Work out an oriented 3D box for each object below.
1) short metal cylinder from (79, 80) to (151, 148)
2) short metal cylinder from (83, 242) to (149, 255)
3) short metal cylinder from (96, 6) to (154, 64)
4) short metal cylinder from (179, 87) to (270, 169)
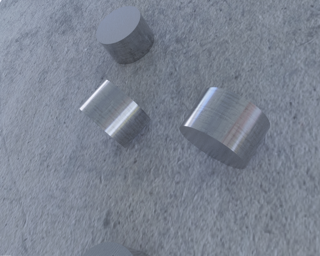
[{"bbox_3d":[-0.059,-0.018,0.409,0.050,0.080,0.080,-49,52,-6],"label":"short metal cylinder"},{"bbox_3d":[-0.043,0.161,0.311,0.080,0.050,0.080,-13,56,20],"label":"short metal cylinder"},{"bbox_3d":[-0.056,-0.152,0.509,0.080,0.050,0.080,-13,56,20],"label":"short metal cylinder"},{"bbox_3d":[0.068,0.001,0.332,0.080,0.080,0.050,26,76,36],"label":"short metal cylinder"}]
